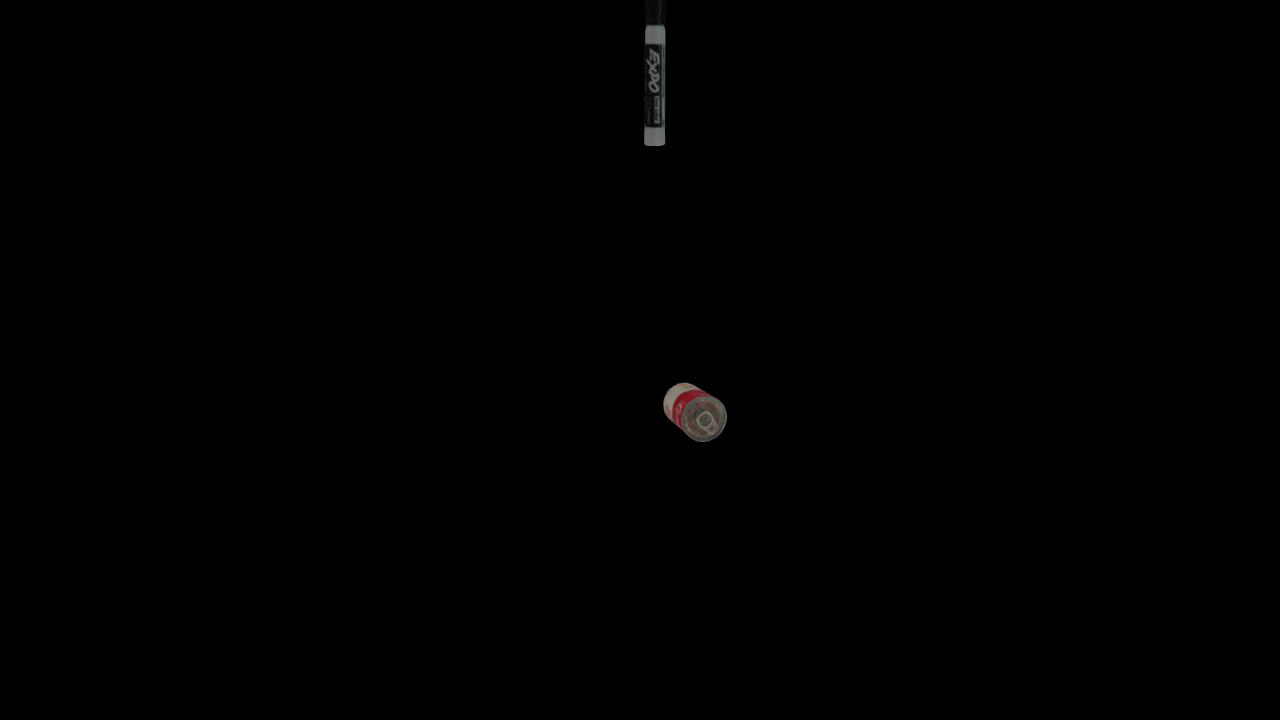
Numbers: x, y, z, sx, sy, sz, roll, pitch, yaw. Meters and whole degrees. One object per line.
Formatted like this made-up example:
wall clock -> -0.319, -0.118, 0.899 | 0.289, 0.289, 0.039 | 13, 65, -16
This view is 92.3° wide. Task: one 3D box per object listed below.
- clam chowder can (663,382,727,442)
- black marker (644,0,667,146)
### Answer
clam chowder can -> 0.079, 0.075, 0.913 | 0.068, 0.068, 0.102 | 0, 10, -14
black marker -> 0.012, -0.244, 0.515 | 0.020, 0.121, 0.020 | 0, 27, 0
